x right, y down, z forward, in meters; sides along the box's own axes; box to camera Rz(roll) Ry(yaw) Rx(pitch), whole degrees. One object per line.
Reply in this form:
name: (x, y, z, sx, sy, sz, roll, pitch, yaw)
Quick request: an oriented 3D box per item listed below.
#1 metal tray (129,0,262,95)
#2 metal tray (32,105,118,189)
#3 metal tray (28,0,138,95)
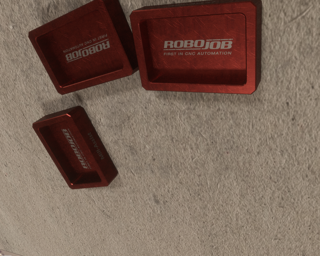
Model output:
metal tray: (0.038, -0.085, 0.330, 0.130, 0.030, 0.089, 5, 121, 25)
metal tray: (-0.134, 0.035, 0.493, 0.090, 0.030, 0.129, -12, 113, 32)
metal tray: (-0.095, -0.099, 0.390, 0.130, 0.030, 0.090, -10, 114, 32)
